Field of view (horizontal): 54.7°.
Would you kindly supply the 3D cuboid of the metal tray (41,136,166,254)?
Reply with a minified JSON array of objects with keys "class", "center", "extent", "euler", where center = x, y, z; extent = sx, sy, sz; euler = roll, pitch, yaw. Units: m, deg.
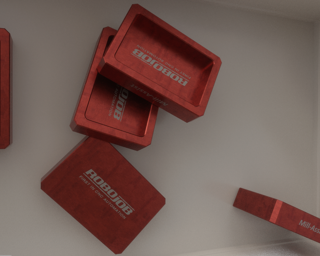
[{"class":"metal tray","center":[-0.068,0.079,0.384],"extent":[0.090,0.030,0.130],"euler":[-46,105,-14]}]

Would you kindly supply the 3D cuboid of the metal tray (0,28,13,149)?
[{"class":"metal tray","center":[-0.209,-0.042,0.330],"extent":[0.091,0.030,0.129],"euler":[0,90,-21]}]

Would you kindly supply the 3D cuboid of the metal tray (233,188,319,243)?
[{"class":"metal tray","center":[0.183,0.130,0.445],"extent":[0.131,0.090,0.030],"euler":[26,82,-19]}]

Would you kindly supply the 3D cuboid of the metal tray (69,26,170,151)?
[{"class":"metal tray","center":[-0.045,-0.047,0.374],"extent":[0.091,0.030,0.130],"euler":[19,69,-19]}]

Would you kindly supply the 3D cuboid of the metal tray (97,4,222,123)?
[{"class":"metal tray","center":[0.004,-0.075,0.370],"extent":[0.131,0.030,0.090],"euler":[29,66,-16]}]
